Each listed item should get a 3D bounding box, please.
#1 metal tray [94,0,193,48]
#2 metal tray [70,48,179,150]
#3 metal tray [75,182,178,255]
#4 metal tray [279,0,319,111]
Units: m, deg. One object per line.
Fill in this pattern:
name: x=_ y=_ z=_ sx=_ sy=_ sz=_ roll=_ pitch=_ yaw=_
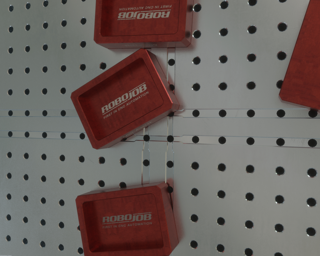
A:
metal tray: x=-0.023 y=-0.157 z=0.418 sx=0.130 sy=0.030 sz=0.090 roll=4 pitch=91 yaw=20
metal tray: x=-0.051 y=-0.037 z=0.428 sx=0.130 sy=0.030 sz=0.090 roll=-28 pitch=81 yaw=17
metal tray: x=-0.047 y=0.128 z=0.427 sx=0.130 sy=0.030 sz=0.090 roll=-11 pitch=86 yaw=19
metal tray: x=0.196 y=-0.081 z=0.341 sx=0.090 sy=0.030 sz=0.129 roll=18 pitch=96 yaw=19
